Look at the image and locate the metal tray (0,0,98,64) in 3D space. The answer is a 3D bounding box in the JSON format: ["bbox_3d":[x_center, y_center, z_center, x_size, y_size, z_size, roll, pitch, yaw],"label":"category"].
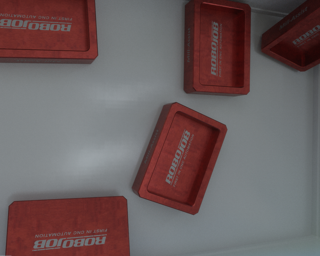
[{"bbox_3d":[-0.141,-0.122,0.355,0.131,0.030,0.089,-4,91,-20],"label":"metal tray"}]

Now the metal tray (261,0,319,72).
[{"bbox_3d":[0.221,-0.135,0.436,0.091,0.129,0.030,19,66,-20],"label":"metal tray"}]

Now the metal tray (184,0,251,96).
[{"bbox_3d":[0.082,-0.112,0.439,0.091,0.030,0.129,1,90,-21],"label":"metal tray"}]

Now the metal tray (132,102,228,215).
[{"bbox_3d":[0.028,0.041,0.419,0.091,0.030,0.130,23,82,-19],"label":"metal tray"}]

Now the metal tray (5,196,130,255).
[{"bbox_3d":[-0.103,0.128,0.355,0.131,0.030,0.090,2,70,-20],"label":"metal tray"}]
